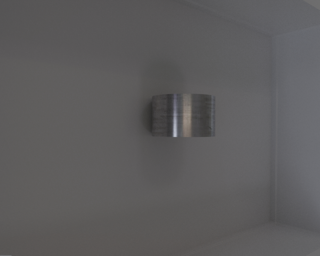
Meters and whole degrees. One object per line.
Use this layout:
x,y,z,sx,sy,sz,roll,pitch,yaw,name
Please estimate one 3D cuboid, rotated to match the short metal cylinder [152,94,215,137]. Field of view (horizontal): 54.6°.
0.030,-0.015,0.395,0.081,0.080,0.050,0,90,-40,short metal cylinder
